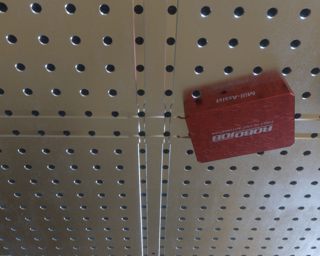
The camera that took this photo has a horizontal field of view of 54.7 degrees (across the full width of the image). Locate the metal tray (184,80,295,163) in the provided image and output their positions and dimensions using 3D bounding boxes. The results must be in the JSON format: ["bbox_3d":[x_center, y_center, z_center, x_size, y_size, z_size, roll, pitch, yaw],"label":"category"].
[{"bbox_3d":[0.104,-0.005,0.406,0.131,0.030,0.090,-12,130,9],"label":"metal tray"}]
